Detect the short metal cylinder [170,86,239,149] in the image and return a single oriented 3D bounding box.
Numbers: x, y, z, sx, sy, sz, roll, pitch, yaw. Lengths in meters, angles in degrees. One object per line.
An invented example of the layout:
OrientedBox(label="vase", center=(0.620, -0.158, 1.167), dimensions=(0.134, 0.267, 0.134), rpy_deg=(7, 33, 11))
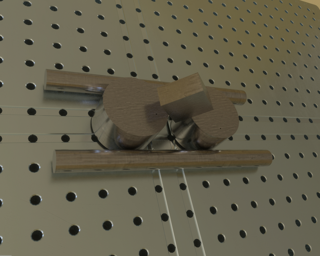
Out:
OrientedBox(label="short metal cylinder", center=(0.060, -0.011, 0.427), dimensions=(0.081, 0.050, 0.080), rpy_deg=(14, 56, -21))

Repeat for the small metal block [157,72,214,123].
OrientedBox(label="small metal block", center=(0.031, -0.034, 0.366), dimensions=(0.050, 0.050, 0.025), rpy_deg=(45, 29, -59))

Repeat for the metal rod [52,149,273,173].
OrientedBox(label="metal rod", center=(0.024, 0.040, 0.392), dimensions=(0.303, 0.025, 0.025), rpy_deg=(2, 61, -27))

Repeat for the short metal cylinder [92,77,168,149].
OrientedBox(label="short metal cylinder", center=(-0.037, -0.014, 0.377), dimensions=(0.081, 0.050, 0.080), rpy_deg=(14, 56, -21))

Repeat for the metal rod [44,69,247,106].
OrientedBox(label="metal rod", center=(-0.001, -0.053, 0.436), dimensions=(0.303, 0.025, 0.025), rpy_deg=(2, 61, -27))
